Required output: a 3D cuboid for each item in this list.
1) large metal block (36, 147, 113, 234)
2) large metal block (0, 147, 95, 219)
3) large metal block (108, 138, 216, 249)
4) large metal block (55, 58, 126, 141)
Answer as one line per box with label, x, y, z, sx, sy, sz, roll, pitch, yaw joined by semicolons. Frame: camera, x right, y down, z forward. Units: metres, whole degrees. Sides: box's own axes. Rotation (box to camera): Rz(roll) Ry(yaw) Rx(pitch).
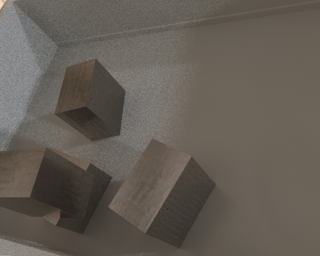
large metal block;-0.124;0.080;0.406;0.080;0.050;0.080;14;69;34
large metal block;-0.133;0.063;0.338;0.080;0.080;0.050;-6;59;25
large metal block;0.007;0.070;0.324;0.050;0.080;0.080;23;74;36
large metal block;-0.096;-0.038;0.444;0.050;0.080;0.080;-11;57;22
